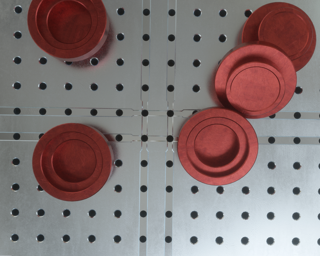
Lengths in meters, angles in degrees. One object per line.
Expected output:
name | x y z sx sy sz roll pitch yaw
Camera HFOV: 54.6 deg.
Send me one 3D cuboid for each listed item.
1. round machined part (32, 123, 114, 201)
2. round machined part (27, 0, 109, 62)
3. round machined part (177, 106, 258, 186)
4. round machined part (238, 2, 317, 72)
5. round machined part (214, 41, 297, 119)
round machined part | -0.109 0.042 0.404 0.099 0.042 0.097 0 90 0
round machined part | -0.115 -0.135 0.404 0.099 0.042 0.097 0 90 0
round machined part | 0.072 0.021 0.400 0.098 0.042 0.097 1 99 5
round machined part | 0.157 -0.117 0.406 0.099 0.042 0.097 0 90 0
round machined part | 0.117 -0.054 0.384 0.098 0.042 0.097 6 119 12
